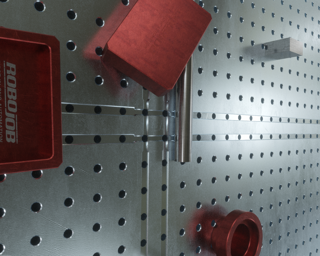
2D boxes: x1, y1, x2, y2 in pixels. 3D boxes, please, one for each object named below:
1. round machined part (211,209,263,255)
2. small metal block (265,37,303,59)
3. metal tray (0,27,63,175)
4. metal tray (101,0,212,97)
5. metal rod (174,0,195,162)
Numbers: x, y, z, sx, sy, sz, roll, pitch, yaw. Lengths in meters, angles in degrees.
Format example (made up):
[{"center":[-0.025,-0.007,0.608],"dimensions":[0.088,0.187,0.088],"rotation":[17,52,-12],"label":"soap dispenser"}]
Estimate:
[{"center":[0.121,0.181,0.503],"dimensions":[0.099,0.042,0.097],"rotation":[0,90,-40],"label":"round machined part"},{"center":[0.239,-0.152,0.596],"dimensions":[0.050,0.050,0.025],"rotation":[1,89,-40],"label":"small metal block"},{"center":[-0.141,-0.024,0.288],"dimensions":[0.091,0.030,0.129],"rotation":[-2,92,-40],"label":"metal tray"},{"center":[-0.001,-0.115,0.386],"dimensions":[0.090,0.030,0.130],"rotation":[34,67,-12],"label":"metal tray"},{"center":[0.036,-0.102,0.440],"dimensions":[0.025,0.025,0.298],"rotation":[2,89,-40],"label":"metal rod"}]
